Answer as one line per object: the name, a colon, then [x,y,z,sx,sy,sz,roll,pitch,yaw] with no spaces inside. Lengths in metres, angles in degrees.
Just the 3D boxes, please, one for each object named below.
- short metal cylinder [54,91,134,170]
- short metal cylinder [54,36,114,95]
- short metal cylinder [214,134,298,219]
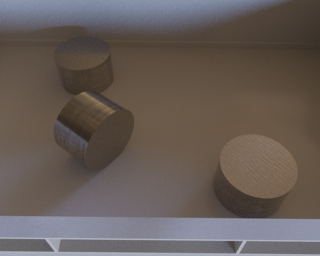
short metal cylinder: [-0.076,0.002,0.366,0.050,0.080,0.080,31,56,23]
short metal cylinder: [-0.113,-0.094,0.466,0.081,0.050,0.080,0,50,0]
short metal cylinder: [0.103,0.054,0.345,0.081,0.050,0.080,0,50,0]
